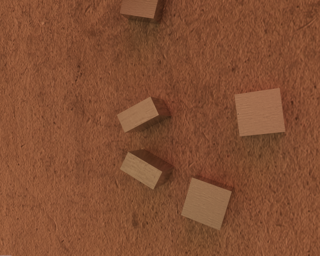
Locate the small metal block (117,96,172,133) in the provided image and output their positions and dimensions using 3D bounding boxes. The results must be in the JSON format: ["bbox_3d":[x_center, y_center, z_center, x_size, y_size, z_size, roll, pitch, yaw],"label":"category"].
[{"bbox_3d":[-0.019,-0.016,0.402,0.050,0.050,0.025,-27,81,18],"label":"small metal block"}]

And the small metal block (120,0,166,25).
[{"bbox_3d":[-0.021,-0.171,0.416,0.050,0.025,0.050,16,95,19],"label":"small metal block"}]

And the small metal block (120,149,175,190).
[{"bbox_3d":[-0.015,0.052,0.401,0.050,0.050,0.025,29,100,17],"label":"small metal block"}]

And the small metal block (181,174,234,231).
[{"bbox_3d":[0.060,0.092,0.388,0.050,0.025,0.050,17,96,19],"label":"small metal block"}]

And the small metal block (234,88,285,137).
[{"bbox_3d":[0.118,-0.018,0.367,0.050,0.025,0.050,-7,88,19],"label":"small metal block"}]
